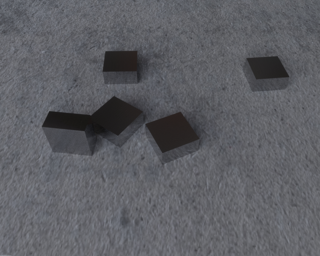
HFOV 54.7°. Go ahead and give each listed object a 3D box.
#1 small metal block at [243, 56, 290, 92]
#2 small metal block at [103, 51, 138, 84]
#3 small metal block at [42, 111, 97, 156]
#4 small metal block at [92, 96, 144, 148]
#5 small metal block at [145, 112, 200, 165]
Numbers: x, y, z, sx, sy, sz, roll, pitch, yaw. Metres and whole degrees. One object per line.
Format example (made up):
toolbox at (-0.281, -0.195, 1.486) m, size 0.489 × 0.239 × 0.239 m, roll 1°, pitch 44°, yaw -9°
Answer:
small metal block at (0.162, -0.083, 0.476) m, size 0.050 × 0.025 × 0.050 m, roll -4°, pitch 50°, yaw -4°
small metal block at (-0.060, -0.094, 0.482) m, size 0.050 × 0.025 × 0.050 m, roll -1°, pitch 50°, yaw -2°
small metal block at (-0.109, 0.008, 0.379) m, size 0.050 × 0.050 × 0.025 m, roll 6°, pitch 50°, yaw 4°
small metal block at (-0.057, -0.009, 0.410) m, size 0.050 × 0.025 × 0.050 m, roll 29°, pitch 55°, yaw 22°
small metal block at (0.015, 0.012, 0.393) m, size 0.050 × 0.025 × 0.050 m, roll -20°, pitch 53°, yaw -16°
